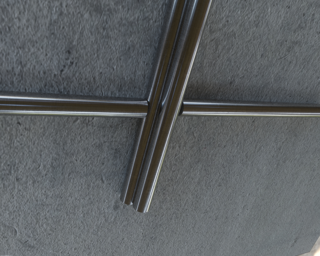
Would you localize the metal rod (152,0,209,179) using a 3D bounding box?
[{"bbox_3d":[0.011,-0.023,0.403,0.025,0.025,0.298,1,118,-29],"label":"metal rod"}]

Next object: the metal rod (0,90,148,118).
[{"bbox_3d":[-0.153,-0.025,0.310,0.303,0.025,0.025,0,118,-29],"label":"metal rod"}]

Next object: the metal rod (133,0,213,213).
[{"bbox_3d":[0.010,-0.019,0.377,0.025,0.025,0.298,1,118,-29],"label":"metal rod"}]

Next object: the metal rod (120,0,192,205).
[{"bbox_3d":[-0.009,-0.028,0.389,0.025,0.025,0.298,1,118,-29],"label":"metal rod"}]

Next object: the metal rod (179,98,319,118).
[{"bbox_3d":[0.157,-0.029,0.479,0.303,0.025,0.025,-1,119,-29],"label":"metal rod"}]
